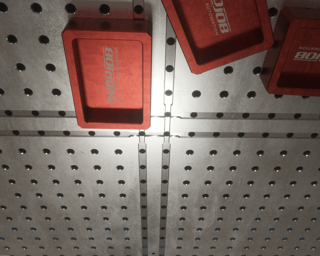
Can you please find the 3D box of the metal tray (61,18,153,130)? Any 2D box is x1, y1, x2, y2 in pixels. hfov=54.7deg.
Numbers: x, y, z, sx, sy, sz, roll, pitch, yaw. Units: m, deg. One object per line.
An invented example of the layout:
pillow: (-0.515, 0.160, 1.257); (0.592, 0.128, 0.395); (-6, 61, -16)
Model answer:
metal tray: (-0.055, -0.057, 0.359); (0.091, 0.030, 0.129); (1, 130, -2)

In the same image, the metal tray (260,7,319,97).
metal tray: (0.189, -0.079, 0.343); (0.131, 0.030, 0.089); (3, 130, -3)

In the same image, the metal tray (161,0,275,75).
metal tray: (0.052, -0.125, 0.302); (0.090, 0.030, 0.130); (-18, 128, 14)
